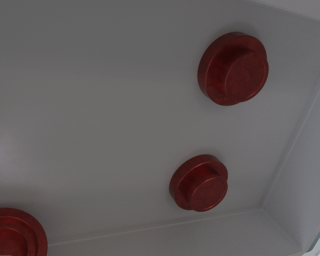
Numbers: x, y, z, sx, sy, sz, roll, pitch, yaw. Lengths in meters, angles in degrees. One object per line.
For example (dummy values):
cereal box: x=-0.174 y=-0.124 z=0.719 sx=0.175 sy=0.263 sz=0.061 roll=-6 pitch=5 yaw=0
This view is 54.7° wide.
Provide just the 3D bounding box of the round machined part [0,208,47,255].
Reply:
round machined part: x=-0.186 y=0.147 z=0.358 sx=0.099 sy=0.098 sz=0.042 roll=3 pitch=143 yaw=-30

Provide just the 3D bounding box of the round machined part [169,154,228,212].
round machined part: x=0.068 y=0.094 z=0.493 sx=0.099 sy=0.042 sz=0.097 roll=-14 pitch=124 yaw=-21

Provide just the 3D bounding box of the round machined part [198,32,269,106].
round machined part: x=0.103 y=-0.073 z=0.408 sx=0.099 sy=0.042 sz=0.097 roll=-14 pitch=124 yaw=-21
